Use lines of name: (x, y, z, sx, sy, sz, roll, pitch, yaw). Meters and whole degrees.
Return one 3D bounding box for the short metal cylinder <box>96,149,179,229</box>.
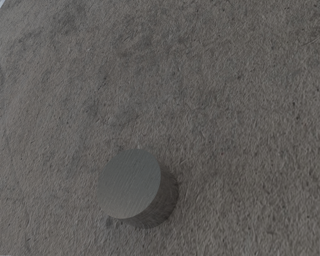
short metal cylinder: (-0.025, 0.071, 0.359, 0.080, 0.050, 0.080, -13, 56, 21)
